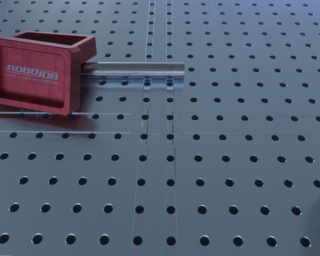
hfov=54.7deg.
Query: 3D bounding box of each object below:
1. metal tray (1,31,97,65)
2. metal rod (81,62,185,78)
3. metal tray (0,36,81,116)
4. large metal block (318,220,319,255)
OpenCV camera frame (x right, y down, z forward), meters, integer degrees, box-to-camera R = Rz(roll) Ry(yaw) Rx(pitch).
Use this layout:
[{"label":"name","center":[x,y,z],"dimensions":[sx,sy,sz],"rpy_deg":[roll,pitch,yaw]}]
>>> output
[{"label":"metal tray","center":[-0.177,-0.122,0.479],"dimensions":[0.131,0.030,0.090],"rpy_deg":[8,31,13]},{"label":"metal rod","center":[-0.114,-0.090,0.482],"dimensions":[0.302,0.025,0.025],"rpy_deg":[0,50,0]},{"label":"metal tray","center":[-0.176,-0.073,0.423],"dimensions":[0.131,0.089,0.030],"rpy_deg":[10,20,8]},{"label":"large metal block","center":[0.210,0.102,0.307],"dimensions":[0.080,0.050,0.080],"rpy_deg":[17,52,13]}]
